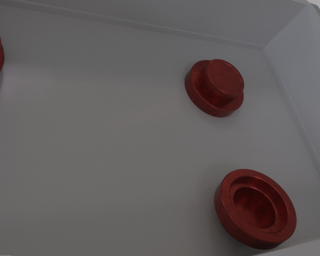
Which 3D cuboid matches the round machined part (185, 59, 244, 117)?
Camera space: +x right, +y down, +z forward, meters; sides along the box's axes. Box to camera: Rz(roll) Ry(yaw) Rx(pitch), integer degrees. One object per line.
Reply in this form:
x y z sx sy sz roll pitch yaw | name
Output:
0.092 -0.069 0.486 0.099 0.042 0.098 14 56 -21 | round machined part

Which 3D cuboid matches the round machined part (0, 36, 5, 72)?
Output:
-0.206 -0.090 0.314 0.098 0.042 0.098 37 40 -39 | round machined part

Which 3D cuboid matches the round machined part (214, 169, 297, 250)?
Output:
0.112 0.102 0.382 0.099 0.042 0.098 12 44 -12 | round machined part
